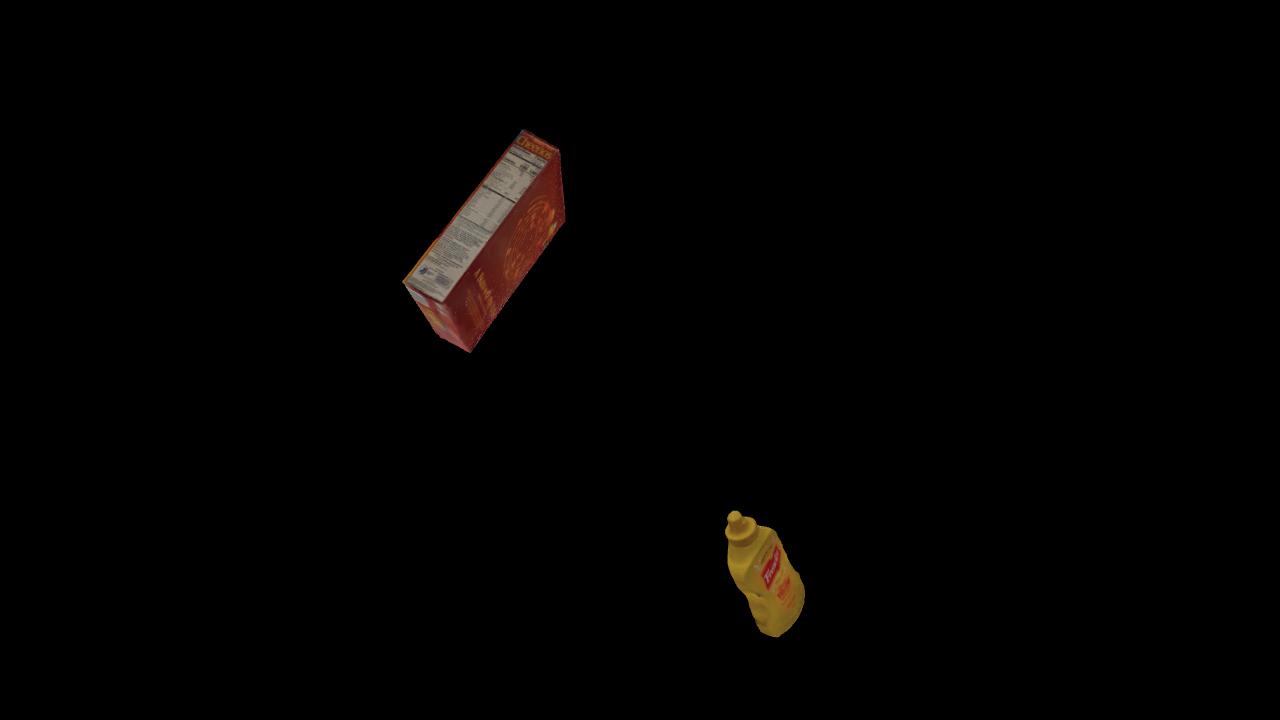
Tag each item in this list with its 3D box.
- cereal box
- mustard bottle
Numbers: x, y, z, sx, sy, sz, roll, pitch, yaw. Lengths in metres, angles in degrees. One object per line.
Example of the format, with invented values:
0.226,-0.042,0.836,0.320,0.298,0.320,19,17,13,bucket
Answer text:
-0.229,-0.180,0.972,0.081,0.306,0.203,29,-18,5,cereal box
0.158,0.271,0.813,0.092,0.184,0.054,-41,25,-30,mustard bottle
